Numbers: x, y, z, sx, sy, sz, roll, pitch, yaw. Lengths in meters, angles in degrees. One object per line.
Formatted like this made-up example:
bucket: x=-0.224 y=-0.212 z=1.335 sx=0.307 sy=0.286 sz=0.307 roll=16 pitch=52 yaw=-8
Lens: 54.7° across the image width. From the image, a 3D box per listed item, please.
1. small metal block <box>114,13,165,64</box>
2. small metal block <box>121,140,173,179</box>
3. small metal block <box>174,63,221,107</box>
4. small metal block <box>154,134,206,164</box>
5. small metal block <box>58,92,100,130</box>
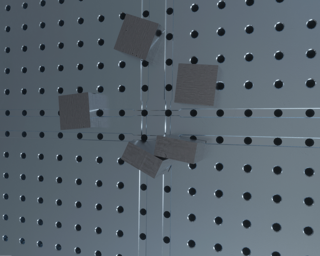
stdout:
small metal block: x=-0.028 y=-0.121 z=0.421 sx=0.050 sy=0.025 sz=0.050 roll=23 pitch=98 yaw=18
small metal block: x=-0.014 y=0.039 z=0.404 sx=0.050 sy=0.050 sz=0.025 roll=28 pitch=100 yaw=17
small metal block: x=0.049 y=-0.054 z=0.395 sx=0.050 sy=0.025 sz=0.050 roll=7 pitch=92 yaw=19
small metal block: x=0.026 y=0.025 z=0.389 sx=0.050 sy=0.050 sz=0.025 roll=11 pitch=94 yaw=19
small metal block: x=-0.118 y=-0.024 z=0.453 sx=0.050 sy=0.025 sz=0.050 roll=-5 pitch=89 yaw=19
